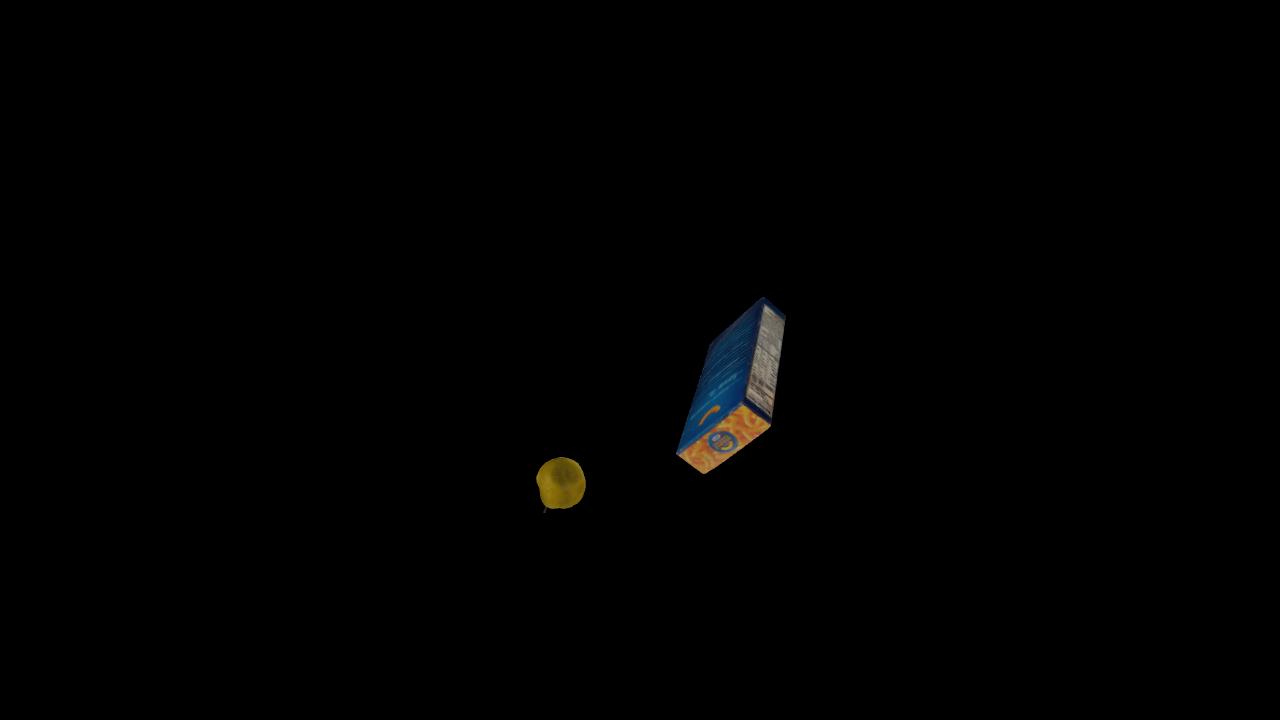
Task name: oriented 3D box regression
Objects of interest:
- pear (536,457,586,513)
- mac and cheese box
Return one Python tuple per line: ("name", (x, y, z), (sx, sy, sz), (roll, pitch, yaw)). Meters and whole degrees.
("pear", (-0.130, 0.200, 0.961), (0.080, 0.080, 0.111), (0, -31, -32))
("mac and cheese box", (0.094, 0.019, 0.607), (0.093, 0.041, 0.184), (-43, 14, 37))
